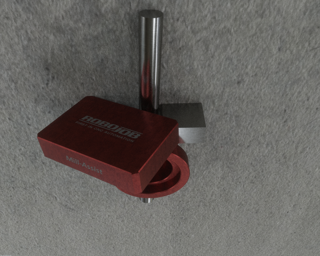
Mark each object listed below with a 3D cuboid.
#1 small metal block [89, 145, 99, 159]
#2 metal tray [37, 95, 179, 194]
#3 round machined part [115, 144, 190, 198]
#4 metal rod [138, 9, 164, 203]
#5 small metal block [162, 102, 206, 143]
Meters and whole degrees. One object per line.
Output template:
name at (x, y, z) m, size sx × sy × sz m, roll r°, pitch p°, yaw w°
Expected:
small metal block at (-0.073, 0.016, 0.405) m, size 0.050 × 0.050 × 0.025 m, roll -15°, pitch 129°, yaw 12°
metal tray at (-0.056, 0.012, 0.345) m, size 0.130 × 0.090 × 0.030 m, roll 17°, pitch 133°, yaw 24°
round machined part at (-0.013, 0.046, 0.400) m, size 0.099 × 0.042 × 0.097 m, roll -2°, pitch 134°, yaw -2°
metal rod at (-0.015, -0.002, 0.407) m, size 0.025 × 0.025 × 0.298 m, roll 2°, pitch 130°, yaw -2°
small metal block at (0.029, -0.007, 0.387) m, size 0.050 × 0.050 × 0.025 m, roll -1°, pitch 130°, yaw 0°
